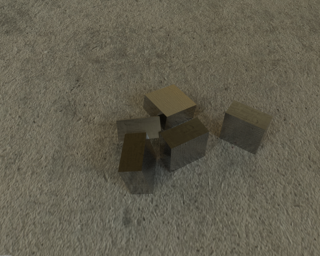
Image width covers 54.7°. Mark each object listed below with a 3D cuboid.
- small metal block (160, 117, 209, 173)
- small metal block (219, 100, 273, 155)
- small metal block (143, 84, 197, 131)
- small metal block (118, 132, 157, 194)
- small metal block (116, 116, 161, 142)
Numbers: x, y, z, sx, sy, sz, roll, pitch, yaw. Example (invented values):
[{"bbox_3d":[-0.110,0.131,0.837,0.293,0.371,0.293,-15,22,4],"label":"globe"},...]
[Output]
[{"bbox_3d":[0.028,0.021,0.369,0.050,0.050,0.025,-23,54,-18],"label":"small metal block"},{"bbox_3d":[0.106,0.000,0.388,0.050,0.050,0.025,26,55,20],"label":"small metal block"},{"bbox_3d":[0.013,-0.029,0.423,0.050,0.025,0.050,-23,53,-29],"label":"small metal block"},{"bbox_3d":[-0.024,0.041,0.350,0.025,0.050,0.050,-5,50,12],"label":"small metal block"},{"bbox_3d":[-0.026,0.000,0.384,0.050,0.050,0.025,-6,93,-5],"label":"small metal block"}]
